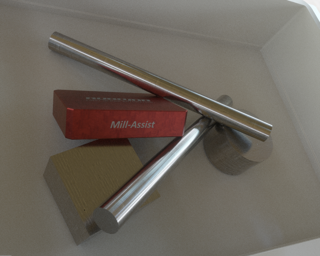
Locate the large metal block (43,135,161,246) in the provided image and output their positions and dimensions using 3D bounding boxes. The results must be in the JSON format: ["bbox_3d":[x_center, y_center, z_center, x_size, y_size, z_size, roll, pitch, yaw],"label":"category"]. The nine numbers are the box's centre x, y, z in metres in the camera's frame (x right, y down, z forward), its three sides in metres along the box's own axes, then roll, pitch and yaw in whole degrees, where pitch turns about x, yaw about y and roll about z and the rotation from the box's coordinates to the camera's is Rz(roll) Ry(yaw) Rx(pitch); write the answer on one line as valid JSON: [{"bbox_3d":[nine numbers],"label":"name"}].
[{"bbox_3d":[-0.060,0.059,0.316,0.081,0.050,0.080,-21,73,-36],"label":"large metal block"}]

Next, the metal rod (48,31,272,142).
[{"bbox_3d":[0.000,-0.054,0.400,0.301,0.025,0.025,24,52,1],"label":"metal rod"}]

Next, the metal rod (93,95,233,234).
[{"bbox_3d":[0.029,0.017,0.364,0.025,0.025,0.302,47,37,4],"label":"metal rod"}]

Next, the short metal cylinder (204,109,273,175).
[{"bbox_3d":[0.109,0.020,0.435,0.081,0.050,0.080,14,56,-21],"label":"short metal cylinder"}]

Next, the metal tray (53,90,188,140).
[{"bbox_3d":[-0.047,-0.017,0.351,0.131,0.030,0.090,-1,18,-27],"label":"metal tray"}]
